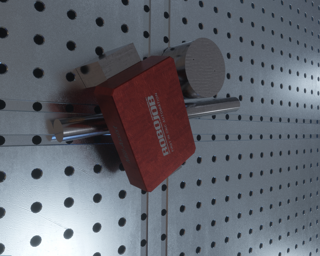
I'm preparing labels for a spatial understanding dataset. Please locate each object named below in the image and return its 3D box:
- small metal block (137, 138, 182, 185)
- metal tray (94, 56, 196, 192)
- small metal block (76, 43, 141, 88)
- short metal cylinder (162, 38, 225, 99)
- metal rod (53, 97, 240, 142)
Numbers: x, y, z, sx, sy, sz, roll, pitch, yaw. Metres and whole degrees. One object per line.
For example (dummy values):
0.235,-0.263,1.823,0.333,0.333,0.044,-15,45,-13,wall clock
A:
-0.003,0.040,0.407,0.050,0.025,0.050,-30,109,-36,small metal block
-0.010,-0.005,0.349,0.091,0.030,0.129,-37,124,-33,metal tray
-0.057,-0.069,0.346,0.050,0.050,0.025,-39,114,-33,small metal block
0.046,-0.081,0.433,0.081,0.050,0.079,0,90,-40,short metal cylinder
0.009,-0.018,0.419,0.302,0.025,0.025,-10,97,-40,metal rod
